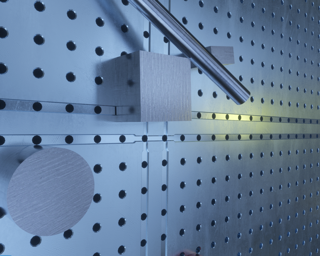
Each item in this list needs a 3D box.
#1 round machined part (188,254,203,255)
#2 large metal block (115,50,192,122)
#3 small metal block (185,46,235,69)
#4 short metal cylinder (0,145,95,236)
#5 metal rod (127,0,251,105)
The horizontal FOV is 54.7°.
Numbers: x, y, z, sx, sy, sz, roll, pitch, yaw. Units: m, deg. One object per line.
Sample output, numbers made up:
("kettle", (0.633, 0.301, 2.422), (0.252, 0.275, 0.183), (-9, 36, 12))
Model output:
("round machined part", (0.058, 0.240, 0.450), (0.099, 0.042, 0.097), (0, 90, -40))
("large metal block", (-0.007, -0.048, 0.389), (0.081, 0.050, 0.079), (-2, 92, -40))
("small metal block", (0.073, -0.103, 0.456), (0.050, 0.050, 0.025), (-11, 97, -40))
("short metal cylinder", (-0.112, 0.057, 0.300), (0.081, 0.050, 0.079), (0, 90, -40))
("metal rod", (0.007, -0.129, 0.380), (0.301, 0.025, 0.025), (38, 66, -22))
